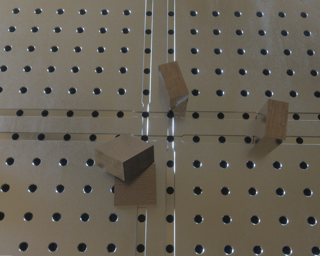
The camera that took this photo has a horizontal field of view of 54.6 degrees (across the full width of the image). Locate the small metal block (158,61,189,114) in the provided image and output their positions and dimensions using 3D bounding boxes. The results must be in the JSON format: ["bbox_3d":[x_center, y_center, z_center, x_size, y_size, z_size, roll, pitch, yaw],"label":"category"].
[{"bbox_3d":[0.017,-0.054,0.418,0.025,0.050,0.050,-16,71,-6],"label":"small metal block"}]

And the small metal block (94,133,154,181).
[{"bbox_3d":[-0.043,0.033,0.377,0.050,0.025,0.050,20,34,37],"label":"small metal block"}]

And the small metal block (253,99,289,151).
[{"bbox_3d":[0.142,-0.003,0.400,0.025,0.050,0.050,12,71,4],"label":"small metal block"}]

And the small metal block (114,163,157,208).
[{"bbox_3d":[-0.030,0.072,0.385,0.050,0.025,0.050,-2,70,-1],"label":"small metal block"}]
